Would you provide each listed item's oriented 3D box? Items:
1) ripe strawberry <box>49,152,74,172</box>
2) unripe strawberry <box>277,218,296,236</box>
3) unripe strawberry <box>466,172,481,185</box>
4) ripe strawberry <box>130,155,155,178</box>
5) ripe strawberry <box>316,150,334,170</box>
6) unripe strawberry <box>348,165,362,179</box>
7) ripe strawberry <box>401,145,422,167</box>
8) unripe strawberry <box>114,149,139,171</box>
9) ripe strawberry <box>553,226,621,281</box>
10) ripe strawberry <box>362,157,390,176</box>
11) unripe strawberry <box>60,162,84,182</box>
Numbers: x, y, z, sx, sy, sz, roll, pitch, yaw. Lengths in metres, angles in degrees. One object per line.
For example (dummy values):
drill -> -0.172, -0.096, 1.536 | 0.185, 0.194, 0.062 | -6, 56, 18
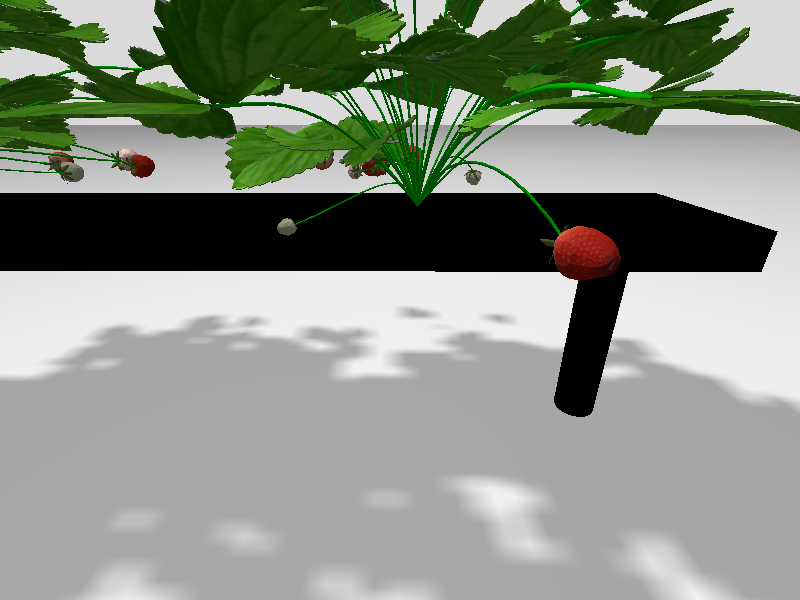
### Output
ripe strawberry -> -0.448, -0.183, 0.533 | 0.027, 0.028, 0.029 | -1, 25, -3
unripe strawberry -> -0.075, -0.047, 0.262 | 0.011, 0.011, 0.011 | 23, 34, 39
unripe strawberry -> 0.082, -0.136, 0.446 | 0.016, 0.014, 0.016 | 14, -34, 28
ripe strawberry -> -0.316, -0.165, 0.493 | 0.024, 0.027, 0.026 | 17, 29, 32
ripe strawberry -> -0.114, -0.206, 0.571 | 0.037, 0.039, 0.041 | -12, 16, -24
unripe strawberry -> -0.055, -0.156, 0.484 | 0.016, 0.019, 0.018 | -11, 27, -22
ripe strawberry -> 0.016, -0.197, 0.555 | 0.034, 0.035, 0.036 | 0, 25, 0
unripe strawberry -> -0.367, -0.191, 0.544 | 0.033, 0.028, 0.033 | 7, 26, 15
ripe strawberry -> 0.088, -0.021, 0.187 | 0.029, 0.025, 0.029 | -10, 28, -20
ripe strawberry -> -0.031, -0.171, 0.499 | 0.037, 0.032, 0.037 | -6, 25, -13
unripe strawberry -> -0.385, -0.151, 0.471 | 0.022, 0.023, 0.023 | 9, 26, 18
